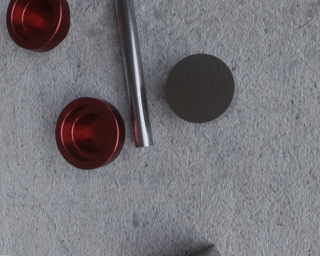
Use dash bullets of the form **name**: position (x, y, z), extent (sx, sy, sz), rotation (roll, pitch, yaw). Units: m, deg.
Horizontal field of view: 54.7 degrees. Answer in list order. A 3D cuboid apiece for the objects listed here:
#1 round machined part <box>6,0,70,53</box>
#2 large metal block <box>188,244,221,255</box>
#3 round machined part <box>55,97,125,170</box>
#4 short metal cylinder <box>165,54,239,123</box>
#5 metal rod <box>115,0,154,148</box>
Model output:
- **round machined part**: position (-0.174, -0.161, 0.461), extent (0.098, 0.042, 0.097), rotation (0, 90, 20)
- **large metal block**: position (0.047, 0.204, 0.379), extent (0.080, 0.050, 0.080), rotation (-31, 80, 17)
- **round machined part**: position (-0.092, 0.007, 0.432), extent (0.098, 0.042, 0.097), rotation (0, 90, 20)
- **short metal cylinder**: position (0.053, -0.045, 0.377), extent (0.080, 0.050, 0.079), rotation (0, 90, 20)
- **metal rod**: position (-0.042, -0.122, 0.423), extent (0.025, 0.025, 0.298), rotation (-9, 87, 20)
